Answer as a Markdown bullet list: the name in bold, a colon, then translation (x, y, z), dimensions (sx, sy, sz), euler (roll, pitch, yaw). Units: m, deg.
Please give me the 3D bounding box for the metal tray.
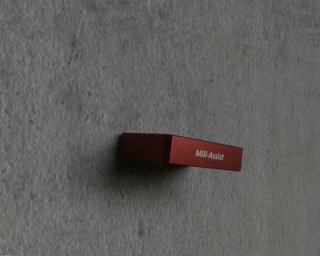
- **metal tray**: translation (0.028, 0.030, 0.384), dimensions (0.131, 0.090, 0.030), euler (11, 83, -39)
